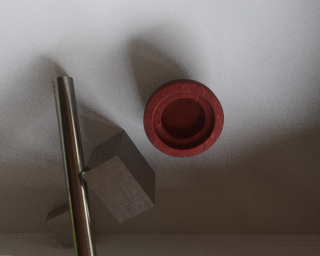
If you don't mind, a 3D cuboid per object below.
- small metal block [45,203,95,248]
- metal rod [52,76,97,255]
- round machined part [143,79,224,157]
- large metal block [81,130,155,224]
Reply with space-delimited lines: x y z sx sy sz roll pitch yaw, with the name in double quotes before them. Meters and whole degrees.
"small metal block" -0.131 0.139 0.457 0.050 0.025 0.050 -26 108 -1
"metal rod" -0.098 0.085 0.374 0.025 0.025 0.298 -10 84 3
"round machined part" 0.029 -0.015 0.397 0.099 0.042 0.097 0 110 -1
"large metal block" -0.049 0.061 0.404 0.050 0.080 0.080 -30 108 10
